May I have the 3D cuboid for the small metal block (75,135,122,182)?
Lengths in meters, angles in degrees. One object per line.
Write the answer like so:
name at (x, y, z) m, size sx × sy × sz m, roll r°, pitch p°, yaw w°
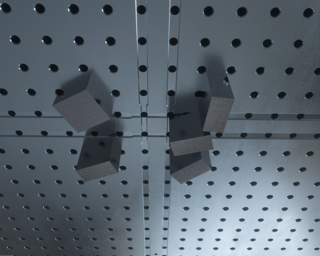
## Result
small metal block at (-0.084, 0.042, 0.430) m, size 0.050 × 0.050 × 0.025 m, roll -17°, pitch 128°, yaw 13°

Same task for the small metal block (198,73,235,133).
small metal block at (0.066, -0.030, 0.370) m, size 0.025 × 0.050 × 0.050 m, roll 5°, pitch 130°, yaw -4°

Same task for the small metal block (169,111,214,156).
small metal block at (0.039, 0.006, 0.400) m, size 0.050 × 0.050 × 0.025 m, roll -11°, pitch 129°, yaw 9°

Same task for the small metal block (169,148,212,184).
small metal block at (0.041, 0.043, 0.431) m, size 0.050 × 0.050 × 0.025 m, roll -31°, pitch 124°, yaw 23°

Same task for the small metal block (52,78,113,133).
small metal block at (-0.095, -0.027, 0.388) m, size 0.050 × 0.025 × 0.050 m, roll -22°, pitch 127°, yaw 18°
